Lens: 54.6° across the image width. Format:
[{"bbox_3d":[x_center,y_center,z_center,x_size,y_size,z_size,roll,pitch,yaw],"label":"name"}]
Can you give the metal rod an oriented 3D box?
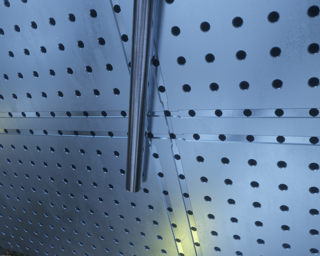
[{"bbox_3d":[-0.028,-0.030,0.408,0.025,0.025,0.298,19,126,17],"label":"metal rod"}]
